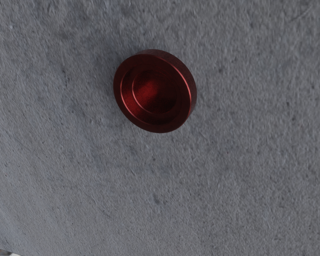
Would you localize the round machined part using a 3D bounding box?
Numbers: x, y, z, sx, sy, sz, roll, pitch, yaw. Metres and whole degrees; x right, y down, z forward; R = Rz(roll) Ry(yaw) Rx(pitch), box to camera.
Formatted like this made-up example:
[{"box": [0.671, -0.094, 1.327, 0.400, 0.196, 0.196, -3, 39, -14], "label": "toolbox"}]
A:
[{"box": [-0.002, -0.046, 0.368, 0.098, 0.042, 0.097, 13, 124, 20], "label": "round machined part"}]
